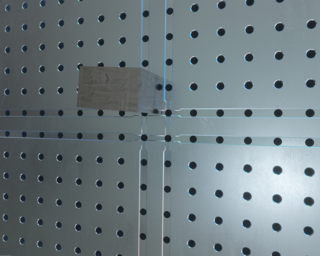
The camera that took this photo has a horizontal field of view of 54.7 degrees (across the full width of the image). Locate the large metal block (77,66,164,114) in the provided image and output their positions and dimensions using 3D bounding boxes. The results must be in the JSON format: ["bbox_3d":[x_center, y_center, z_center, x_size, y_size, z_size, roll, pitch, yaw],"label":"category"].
[{"bbox_3d":[-0.048,-0.047,0.399,0.080,0.080,0.050,5,92,19],"label":"large metal block"}]
